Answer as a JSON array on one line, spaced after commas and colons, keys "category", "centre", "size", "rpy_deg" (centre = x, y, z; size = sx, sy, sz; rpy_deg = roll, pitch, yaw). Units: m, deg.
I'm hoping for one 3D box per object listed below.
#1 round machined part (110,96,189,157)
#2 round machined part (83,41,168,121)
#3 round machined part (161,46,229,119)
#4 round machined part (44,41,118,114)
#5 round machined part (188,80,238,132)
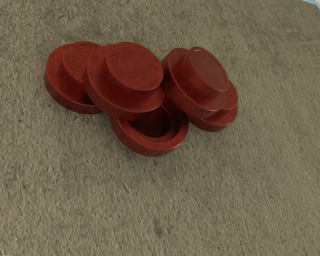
[{"category": "round machined part", "centre": [-0.016, -0.008, 0.392], "size": [0.099, 0.042, 0.098], "rpy_deg": [14, 56, -21]}, {"category": "round machined part", "centre": [-0.035, -0.061, 0.359], "size": [0.099, 0.042, 0.098], "rpy_deg": [14, 56, -21]}, {"category": "round machined part", "centre": [0.049, -0.064, 0.395], "size": [0.099, 0.042, 0.098], "rpy_deg": [25, 46, -29]}, {"category": "round machined part", "centre": [-0.091, -0.069, 0.388], "size": [0.099, 0.042, 0.098], "rpy_deg": [14, 56, -21]}, {"category": "round machined part", "centre": [0.077, -0.046, 0.466], "size": [0.099, 0.042, 0.098], "rpy_deg": [14, 56, -21]}]
